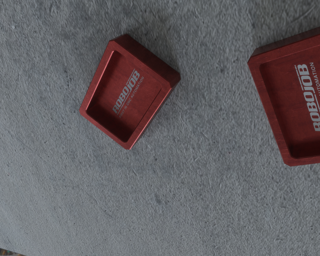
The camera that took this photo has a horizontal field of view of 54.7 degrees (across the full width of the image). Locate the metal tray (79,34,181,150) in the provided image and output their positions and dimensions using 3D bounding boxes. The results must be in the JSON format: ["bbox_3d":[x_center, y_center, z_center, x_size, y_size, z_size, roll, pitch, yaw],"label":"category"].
[{"bbox_3d":[-0.044,-0.042,0.400,0.090,0.030,0.129,38,129,2],"label":"metal tray"}]

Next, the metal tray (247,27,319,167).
[{"bbox_3d":[0.153,-0.028,0.305,0.090,0.030,0.129,-14,112,34],"label":"metal tray"}]
